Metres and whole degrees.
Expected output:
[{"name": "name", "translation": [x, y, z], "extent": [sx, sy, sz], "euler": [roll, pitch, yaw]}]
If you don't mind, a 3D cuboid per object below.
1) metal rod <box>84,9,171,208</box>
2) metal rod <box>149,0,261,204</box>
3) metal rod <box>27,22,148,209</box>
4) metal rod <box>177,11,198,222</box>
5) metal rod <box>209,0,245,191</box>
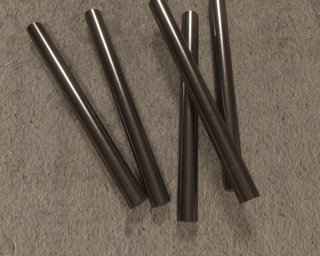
[{"name": "metal rod", "translation": [-0.050, -0.039, 0.421], "extent": [0.025, 0.025, 0.299], "euler": [-19, 71, -7]}, {"name": "metal rod", "translation": [0.049, -0.050, 0.399], "extent": [0.025, 0.025, 0.299], "euler": [-20, 71, -7]}, {"name": "metal rod", "translation": [-0.105, -0.028, 0.416], "extent": [0.025, 0.025, 0.299], "euler": [-31, 73, -11]}, {"name": "metal rod", "translation": [0.039, -0.029, 0.419], "extent": [0.025, 0.025, 0.299], "euler": [3, 70, 0]}, {"name": "metal rod", "translation": [0.090, -0.064, 0.432], "extent": [0.025, 0.025, 0.299], "euler": [-1, 70, -1]}]
